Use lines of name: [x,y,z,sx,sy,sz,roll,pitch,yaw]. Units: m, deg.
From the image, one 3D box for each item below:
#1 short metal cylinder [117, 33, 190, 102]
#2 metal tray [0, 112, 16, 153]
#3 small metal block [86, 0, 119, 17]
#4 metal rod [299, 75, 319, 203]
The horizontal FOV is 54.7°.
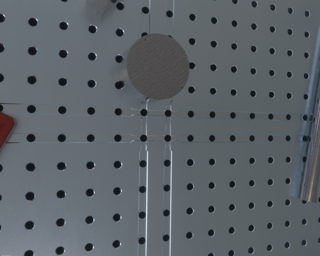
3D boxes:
short metal cylinder: [-0.010,-0.074,0.396,0.081,0.050,0.079,0,90,-20]
metal tray: [-0.235,0.001,0.323,0.131,0.030,0.090,29,80,-18]
small metal block: [-0.060,-0.169,0.377,0.025,0.050,0.050,45,76,-15]
metal rod: [0.269,-0.028,0.511,0.025,0.025,0.298,13,86,-20]
